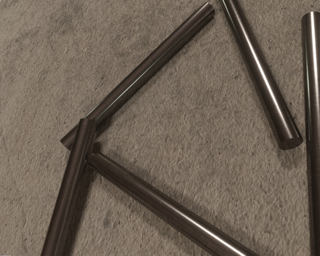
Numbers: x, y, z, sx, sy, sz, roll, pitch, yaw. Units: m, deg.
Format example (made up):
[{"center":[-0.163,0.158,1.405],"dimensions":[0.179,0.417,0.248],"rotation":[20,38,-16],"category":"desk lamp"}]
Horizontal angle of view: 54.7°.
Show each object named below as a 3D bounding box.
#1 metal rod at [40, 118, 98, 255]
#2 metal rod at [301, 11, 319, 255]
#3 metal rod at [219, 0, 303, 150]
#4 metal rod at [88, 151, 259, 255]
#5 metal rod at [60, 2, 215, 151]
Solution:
[{"center":[-0.124,0.127,0.377],"dimensions":[0.025,0.025,0.299],"rotation":[-2,64,26],"category":"metal rod"},{"center":[0.164,-0.004,0.320],"dimensions":[0.025,0.025,0.299],"rotation":[-3,60,26],"category":"metal rod"},{"center":[0.117,-0.105,0.406],"dimensions":[0.025,0.025,0.299],"rotation":[-20,54,16],"category":"metal rod"},{"center":[0.021,0.096,0.332],"dimensions":[0.300,0.025,0.025],"rotation":[26,76,36],"category":"metal rod"},{"center":[-0.031,-0.078,0.466],"dimensions":[0.300,0.025,0.025],"rotation":[-44,51,-3],"category":"metal rod"}]
